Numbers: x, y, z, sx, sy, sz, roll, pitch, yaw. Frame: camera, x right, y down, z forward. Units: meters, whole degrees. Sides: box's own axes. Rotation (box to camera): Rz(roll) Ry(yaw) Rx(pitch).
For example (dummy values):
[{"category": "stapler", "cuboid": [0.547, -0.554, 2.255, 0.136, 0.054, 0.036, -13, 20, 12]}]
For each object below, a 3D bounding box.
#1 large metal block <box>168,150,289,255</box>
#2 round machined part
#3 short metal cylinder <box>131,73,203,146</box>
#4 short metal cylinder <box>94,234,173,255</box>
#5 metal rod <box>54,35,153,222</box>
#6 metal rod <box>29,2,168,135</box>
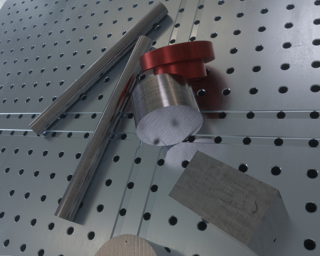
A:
[{"category": "large metal block", "cuboid": [0.067, 0.073, 0.293, 0.080, 0.080, 0.050, 26, 76, 37]}, {"category": "round machined part", "cuboid": [0.025, -0.081, 0.411, 0.098, 0.098, 0.042, -9, 94, 23]}, {"category": "short metal cylinder", "cuboid": [0.007, -0.021, 0.382, 0.080, 0.080, 0.050, -23, 53, 14]}, {"category": "short metal cylinder", "cuboid": [-0.026, 0.153, 0.312, 0.080, 0.050, 0.080, -13, 56, 21]}, {"category": "metal rod", "cuboid": [-0.074, -0.013, 0.455, 0.025, 0.025, 0.300, 8, 65, 31]}, {"category": "metal rod", "cuboid": [-0.101, -0.102, 0.523, 0.300, 0.025, 0.025, -44, 51, -3]}]
